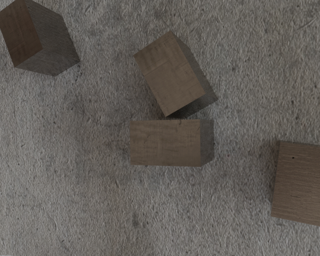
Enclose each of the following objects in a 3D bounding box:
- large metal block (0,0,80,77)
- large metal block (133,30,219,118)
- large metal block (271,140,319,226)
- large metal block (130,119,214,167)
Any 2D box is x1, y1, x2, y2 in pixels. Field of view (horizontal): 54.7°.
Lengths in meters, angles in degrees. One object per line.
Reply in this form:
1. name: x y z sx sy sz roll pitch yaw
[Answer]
1. large metal block: -0.170 -0.126 0.440 0.050 0.080 0.080 -26 82 18
2. large metal block: 0.022 -0.059 0.372 0.050 0.080 0.080 -30 80 17
3. large metal block: 0.168 0.059 0.336 0.080 0.050 0.079 7 93 19
4. large metal block: 0.018 0.016 0.373 0.080 0.080 0.050 -1 90 20
